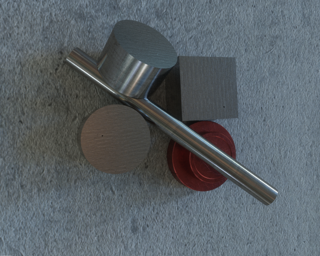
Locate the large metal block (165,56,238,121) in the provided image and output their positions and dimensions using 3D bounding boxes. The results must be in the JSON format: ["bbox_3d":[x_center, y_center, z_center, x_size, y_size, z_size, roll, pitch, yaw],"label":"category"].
[{"bbox_3d":[0.055,-0.051,0.415,0.081,0.050,0.079,-3,91,-20],"label":"large metal block"}]

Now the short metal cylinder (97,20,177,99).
[{"bbox_3d":[-0.027,-0.081,0.367,0.080,0.050,0.080,21,43,-21],"label":"short metal cylinder"}]

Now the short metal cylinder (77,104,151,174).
[{"bbox_3d":[-0.058,0.013,0.377,0.081,0.050,0.080,0,90,-20],"label":"short metal cylinder"}]

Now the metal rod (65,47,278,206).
[{"bbox_3d":[0.017,0.000,0.381,0.301,0.025,0.025,35,78,-3],"label":"metal rod"}]

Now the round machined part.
[{"bbox_3d":[0.063,0.038,0.424,0.099,0.042,0.097,0,90,-20],"label":"round machined part"}]
